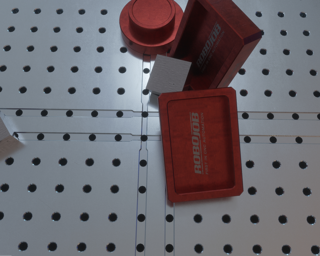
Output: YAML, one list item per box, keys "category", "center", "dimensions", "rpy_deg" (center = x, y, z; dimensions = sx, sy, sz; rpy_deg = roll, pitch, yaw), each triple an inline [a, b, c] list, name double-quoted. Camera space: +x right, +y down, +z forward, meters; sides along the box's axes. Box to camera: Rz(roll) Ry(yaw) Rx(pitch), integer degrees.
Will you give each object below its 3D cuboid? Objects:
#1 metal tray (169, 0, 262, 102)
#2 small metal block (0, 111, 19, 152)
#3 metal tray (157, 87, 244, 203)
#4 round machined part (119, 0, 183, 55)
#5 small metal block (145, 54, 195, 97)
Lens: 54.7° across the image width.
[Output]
- category: "metal tray"
  center: [0.060, -0.098, 0.390]
  dimensions: [0.030, 0.129, 0.090]
  rpy_deg: [-28, 72, -25]
- category: "small metal block"
  center: [-0.225, 0.007, 0.407]
  dimensions: [0.050, 0.025, 0.050]
  rpy_deg: [-33, 74, -11]
- category: "metal tray"
  center: [0.048, 0.019, 0.375]
  dimensions: [0.091, 0.030, 0.129]
  rpy_deg: [-6, 95, -2]
- category: "round machined part"
  center: [-0.011, -0.162, 0.462]
  dimensions: [0.099, 0.042, 0.098]
  rpy_deg: [0, 70, 0]
- category: "small metal block"
  center: [0.015, -0.068, 0.424]
  dimensions: [0.050, 0.025, 0.050]
  rpy_deg: [18, 88, 18]
